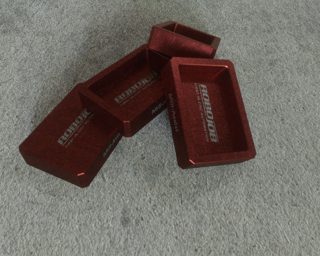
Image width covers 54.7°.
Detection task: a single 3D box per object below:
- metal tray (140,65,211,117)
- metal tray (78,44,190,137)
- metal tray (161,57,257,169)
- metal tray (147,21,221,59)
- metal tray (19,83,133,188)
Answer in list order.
[{"bbox_3d":[0.033,-0.070,0.460,0.130,0.030,0.090,21,53,16],"label":"metal tray"},{"bbox_3d":[-0.028,-0.055,0.408,0.090,0.030,0.131,34,57,25],"label":"metal tray"},{"bbox_3d":[0.057,-0.020,0.375,0.091,0.030,0.129,-3,72,-24],"label":"metal tray"},{"bbox_3d":[0.041,-0.129,0.466,0.090,0.030,0.130,21,25,4],"label":"metal tray"},{"bbox_3d":[-0.099,0.003,0.397,0.090,0.030,0.130,19,52,15],"label":"metal tray"}]
